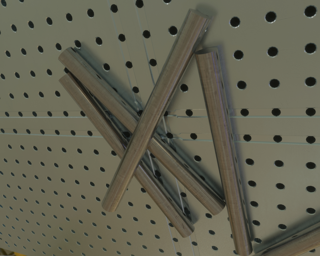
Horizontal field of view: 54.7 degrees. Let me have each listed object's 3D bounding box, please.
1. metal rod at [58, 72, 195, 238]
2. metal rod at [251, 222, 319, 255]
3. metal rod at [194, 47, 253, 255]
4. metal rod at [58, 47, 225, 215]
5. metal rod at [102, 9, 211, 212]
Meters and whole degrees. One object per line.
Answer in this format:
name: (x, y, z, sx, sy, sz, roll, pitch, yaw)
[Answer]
metal rod: (-0.043, 0.045, 0.460, 0.025, 0.025, 0.299, -29, 103, 37)
metal rod: (0.217, 0.113, 0.366, 0.025, 0.025, 0.298, 40, 129, 1)
metal rod: (0.087, 0.048, 0.394, 0.025, 0.025, 0.298, -2, 118, 28)
metal rod: (-0.022, 0.007, 0.425, 0.300, 0.025, 0.025, 45, 129, -4)
metal rod: (-0.017, -0.001, 0.390, 0.025, 0.025, 0.298, 31, 120, 8)
